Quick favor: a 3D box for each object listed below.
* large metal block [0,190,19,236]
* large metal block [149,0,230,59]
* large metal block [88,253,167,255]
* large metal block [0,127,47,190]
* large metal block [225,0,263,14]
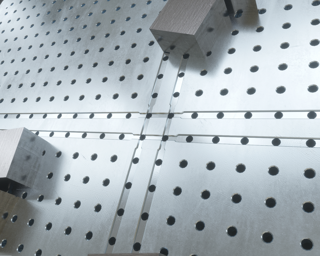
[{"bbox_3d":[-0.270,0.125,0.454,0.080,0.050,0.080,5,64,30],"label":"large metal block"},{"bbox_3d":[0.045,-0.157,0.464,0.080,0.050,0.080,21,73,35],"label":"large metal block"},{"bbox_3d":[-0.029,0.169,0.303,0.080,0.050,0.080,-10,57,22],"label":"large metal block"},{"bbox_3d":[-0.235,0.050,0.482,0.080,0.050,0.080,-7,58,24],"label":"large metal block"},{"bbox_3d":[0.115,-0.221,0.467,0.080,0.050,0.080,11,67,32],"label":"large metal block"}]
